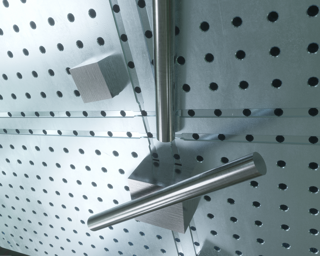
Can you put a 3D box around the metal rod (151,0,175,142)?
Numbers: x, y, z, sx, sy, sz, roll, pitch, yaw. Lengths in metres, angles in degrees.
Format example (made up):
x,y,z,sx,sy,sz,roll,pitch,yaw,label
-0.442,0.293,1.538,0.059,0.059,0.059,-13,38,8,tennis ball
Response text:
x,y,z,sx,sy,sz,roll,pitch,yaw,label
0.004,-0.115,0.337,0.025,0.025,0.298,12,124,21,metal rod

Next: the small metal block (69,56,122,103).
x,y,z,sx,sy,sz,roll,pitch,yaw,label
-0.086,-0.064,0.417,0.050,0.025,0.050,-6,115,31,small metal block

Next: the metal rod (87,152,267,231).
x,y,z,sx,sy,sz,roll,pitch,yaw,label
-0.002,0.094,0.405,0.299,0.025,0.025,-29,102,37,metal rod

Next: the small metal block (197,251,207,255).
x,y,z,sx,sy,sz,roll,pitch,yaw,label
0.077,0.244,0.522,0.050,0.025,0.050,29,128,9,small metal block

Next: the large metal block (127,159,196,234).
x,y,z,sx,sy,sz,roll,pitch,yaw,label
0.005,0.098,0.453,0.080,0.050,0.079,9,122,23,large metal block
